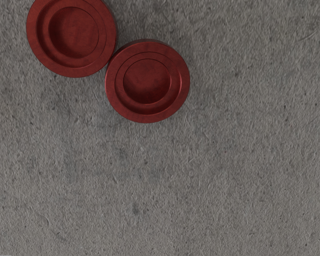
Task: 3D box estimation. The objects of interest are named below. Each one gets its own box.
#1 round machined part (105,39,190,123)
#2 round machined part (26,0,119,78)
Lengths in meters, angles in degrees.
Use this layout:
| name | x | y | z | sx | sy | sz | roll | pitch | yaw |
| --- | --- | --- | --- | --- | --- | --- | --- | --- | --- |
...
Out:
| name | x | y | z | sx | sy | sz | roll | pitch | yaw |
| --- | --- | --- | --- | --- | --- | --- | --- | --- | --- |
| round machined part | -0.017 | -0.058 | 0.373 | 0.099 | 0.042 | 0.097 | -4 | 116 | -9 |
| round machined part | -0.097 | -0.110 | 0.359 | 0.099 | 0.042 | 0.097 | 0 | 110 | 0 |
